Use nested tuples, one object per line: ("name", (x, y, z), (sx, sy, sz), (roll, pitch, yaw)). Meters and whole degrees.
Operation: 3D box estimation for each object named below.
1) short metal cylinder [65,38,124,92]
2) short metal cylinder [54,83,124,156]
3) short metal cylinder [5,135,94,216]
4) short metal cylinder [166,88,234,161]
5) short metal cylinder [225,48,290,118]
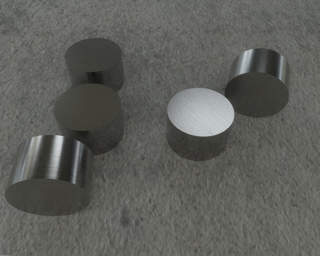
("short metal cylinder", (-0.095, -0.090, 0.461), (0.081, 0.050, 0.080), (0, 50, 0))
("short metal cylinder", (-0.088, -0.011, 0.395), (0.081, 0.050, 0.080), (0, 50, 0))
("short metal cylinder", (-0.112, 0.051, 0.323), (0.081, 0.080, 0.050), (-3, 50, -3))
("short metal cylinder", (0.049, -0.005, 0.392), (0.081, 0.050, 0.080), (0, 50, 0))
("short metal cylinder", (0.132, -0.060, 0.419), (0.080, 0.080, 0.050), (13, 51, 10))
